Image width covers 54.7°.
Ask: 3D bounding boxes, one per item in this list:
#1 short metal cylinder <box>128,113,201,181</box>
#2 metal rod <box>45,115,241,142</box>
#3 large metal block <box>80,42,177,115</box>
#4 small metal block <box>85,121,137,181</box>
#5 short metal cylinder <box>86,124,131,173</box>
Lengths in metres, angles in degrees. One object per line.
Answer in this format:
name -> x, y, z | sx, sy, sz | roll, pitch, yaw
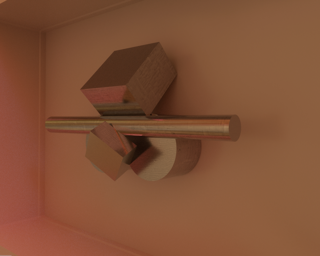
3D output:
short metal cylinder -> 0.003, 0.022, 0.385 | 0.080, 0.050, 0.079 | 0, 90, 39
metal rod -> -0.048, -0.003, 0.377 | 0.300, 0.025, 0.025 | 1, 91, 39
large metal block -> -0.038, -0.059, 0.391 | 0.080, 0.050, 0.080 | 1, 48, 39
small metal block -> -0.060, 0.028, 0.373 | 0.050, 0.025, 0.050 | 37, 136, 13
short metal cylinder -> -0.059, 0.021, 0.435 | 0.080, 0.050, 0.079 | 0, 90, 39
